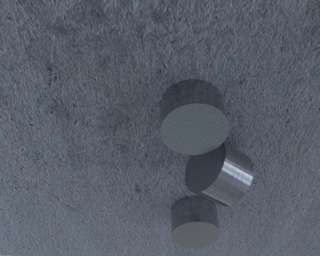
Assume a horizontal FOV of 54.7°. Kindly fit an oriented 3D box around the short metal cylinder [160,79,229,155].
[{"bbox_3d":[0.041,-0.013,0.380,0.081,0.050,0.079,0,130,0],"label":"short metal cylinder"}]

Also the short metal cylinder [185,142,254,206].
[{"bbox_3d":[0.079,0.059,0.422,0.050,0.080,0.080,30,124,-23],"label":"short metal cylinder"}]

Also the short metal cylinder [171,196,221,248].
[{"bbox_3d":[0.059,0.160,0.528,0.081,0.050,0.079,0,130,0],"label":"short metal cylinder"}]
